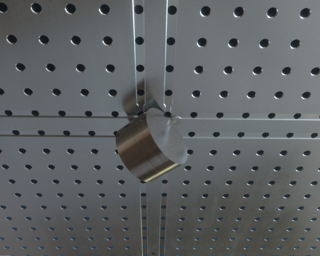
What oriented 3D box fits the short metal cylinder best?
[{"bbox_3d":[-0.009,0.021,0.393,0.050,0.080,0.080,-33,123,24],"label":"short metal cylinder"}]
